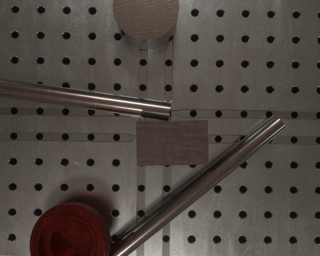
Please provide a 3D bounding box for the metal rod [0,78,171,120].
[{"bbox_3d":[-0.137,-0.043,0.411,0.302,0.025,0.025,8,90,-1],"label":"metal rod"}]

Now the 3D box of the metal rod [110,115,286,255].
[{"bbox_3d":[0.042,0.086,0.414,0.300,0.025,0.025,-39,91,-1],"label":"metal rod"}]

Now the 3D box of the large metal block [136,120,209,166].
[{"bbox_3d":[0.014,0.017,0.386,0.081,0.080,0.050,-1,90,-1],"label":"large metal block"}]

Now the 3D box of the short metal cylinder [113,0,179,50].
[{"bbox_3d":[-0.017,-0.147,0.401,0.081,0.050,0.079,0,90,-1],"label":"short metal cylinder"}]

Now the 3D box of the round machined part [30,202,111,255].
[{"bbox_3d":[-0.110,0.145,0.397,0.098,0.042,0.097,-1,83,9],"label":"round machined part"}]
